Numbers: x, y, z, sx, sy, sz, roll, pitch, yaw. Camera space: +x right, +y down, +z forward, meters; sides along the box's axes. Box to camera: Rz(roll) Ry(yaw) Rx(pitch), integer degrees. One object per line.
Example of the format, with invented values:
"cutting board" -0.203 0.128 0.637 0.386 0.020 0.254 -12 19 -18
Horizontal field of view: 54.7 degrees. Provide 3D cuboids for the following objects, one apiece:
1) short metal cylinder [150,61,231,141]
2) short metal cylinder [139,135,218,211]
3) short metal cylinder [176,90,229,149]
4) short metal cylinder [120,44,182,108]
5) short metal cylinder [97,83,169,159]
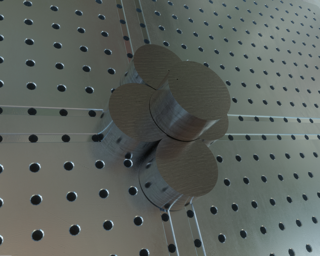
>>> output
"short metal cylinder" 0.035 -0.031 0.364 0.081 0.050 0.080 14 56 -21
"short metal cylinder" 0.022 0.052 0.371 0.081 0.050 0.080 14 54 -20
"short metal cylinder" 0.045 -0.008 0.420 0.081 0.050 0.080 14 56 -21
"short metal cylinder" -0.008 -0.068 0.428 0.081 0.050 0.080 14 56 -22
"short metal cylinder" -0.031 -0.008 0.380 0.081 0.050 0.080 14 56 -21
